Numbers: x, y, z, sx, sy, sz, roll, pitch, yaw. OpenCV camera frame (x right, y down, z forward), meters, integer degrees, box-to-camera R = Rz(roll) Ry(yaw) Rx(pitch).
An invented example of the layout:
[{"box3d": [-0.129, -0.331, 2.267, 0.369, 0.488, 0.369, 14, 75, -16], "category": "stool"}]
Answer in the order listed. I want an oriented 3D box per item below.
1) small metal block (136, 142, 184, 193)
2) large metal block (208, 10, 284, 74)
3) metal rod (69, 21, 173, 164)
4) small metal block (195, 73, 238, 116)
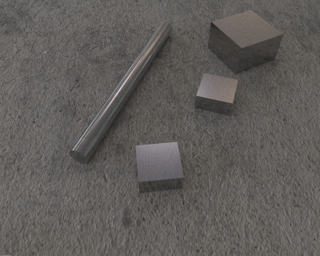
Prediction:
[{"box3d": [-0.001, 0.046, 0.365, 0.050, 0.025, 0.050, -5, 50, -4], "category": "small metal block"}, {"box3d": [0.137, -0.142, 0.508, 0.081, 0.050, 0.080, -22, 53, -17], "category": "large metal block"}, {"box3d": [-0.044, -0.072, 0.463, 0.025, 0.025, 0.301, 17, 52, 13], "category": "metal rod"}, {"box3d": [0.081, -0.049, 0.445, 0.050, 0.025, 0.050, 14, 51, 11], "category": "small metal block"}]
